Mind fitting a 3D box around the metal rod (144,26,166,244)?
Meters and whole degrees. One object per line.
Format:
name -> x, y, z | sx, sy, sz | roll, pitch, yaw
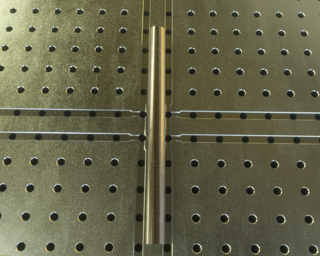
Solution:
metal rod -> -0.005, -0.005, 0.413 | 0.025, 0.025, 0.299 | 0, 70, 0
